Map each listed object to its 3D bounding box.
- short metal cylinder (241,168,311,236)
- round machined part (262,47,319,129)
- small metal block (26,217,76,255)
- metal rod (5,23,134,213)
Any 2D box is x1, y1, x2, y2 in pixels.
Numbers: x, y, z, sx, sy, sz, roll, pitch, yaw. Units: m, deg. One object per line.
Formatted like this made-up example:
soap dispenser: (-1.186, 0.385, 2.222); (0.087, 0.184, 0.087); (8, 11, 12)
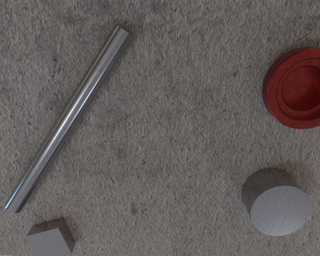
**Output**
short metal cylinder: (0.161, 0.103, 0.437); (0.081, 0.050, 0.079); (0, 110, -1)
round machined part: (0.176, -0.051, 0.384); (0.099, 0.042, 0.097); (0, 110, -1)
small metal block: (-0.164, 0.169, 0.470); (0.050, 0.025, 0.050); (-16, 110, 5)
metal rod: (-0.127, -0.001, 0.407); (0.025, 0.025, 0.299); (33, 106, -12)
